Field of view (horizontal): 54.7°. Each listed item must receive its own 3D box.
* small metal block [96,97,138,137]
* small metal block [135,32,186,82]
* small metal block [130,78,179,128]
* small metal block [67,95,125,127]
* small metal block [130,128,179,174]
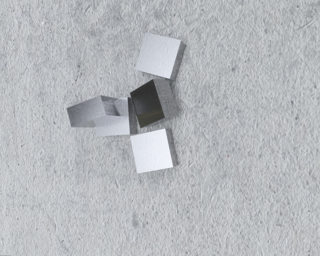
[{"bbox_3d":[-0.061,-0.015,0.430,0.050,0.025,0.050,-4,89,20],"label":"small metal block"},{"bbox_3d":[0.001,-0.093,0.409,0.050,0.025,0.050,18,96,19],"label":"small metal block"},{"bbox_3d":[-0.008,-0.031,0.401,0.050,0.025,0.050,-23,82,46],"label":"small metal block"},{"bbox_3d":[-0.081,-0.020,0.398,0.050,0.050,0.025,-18,84,19],"label":"small metal block"},{"bbox_3d":[-0.007,0.030,0.411,0.050,0.025,0.050,-13,86,19],"label":"small metal block"}]
